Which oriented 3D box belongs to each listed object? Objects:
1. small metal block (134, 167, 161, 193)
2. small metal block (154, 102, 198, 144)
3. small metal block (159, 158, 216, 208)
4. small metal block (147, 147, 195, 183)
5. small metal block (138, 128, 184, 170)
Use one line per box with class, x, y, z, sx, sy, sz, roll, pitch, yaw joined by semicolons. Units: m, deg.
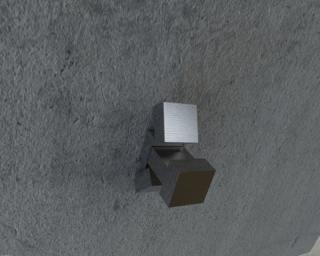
small metal block;-0.003;0.073;0.438;0.050;0.025;0.050;2;158;-30
small metal block;0.021;-0.005;0.403;0.050;0.025;0.050;3;81;-30
small metal block;0.032;0.065;0.371;0.050;0.025;0.050;1;118;-29
small metal block;0.019;0.048;0.401;0.050;0.050;0.025;2;117;-30
small metal block;0.003;0.029;0.431;0.050;0.025;0.050;2;117;-30
